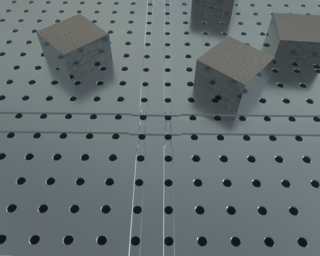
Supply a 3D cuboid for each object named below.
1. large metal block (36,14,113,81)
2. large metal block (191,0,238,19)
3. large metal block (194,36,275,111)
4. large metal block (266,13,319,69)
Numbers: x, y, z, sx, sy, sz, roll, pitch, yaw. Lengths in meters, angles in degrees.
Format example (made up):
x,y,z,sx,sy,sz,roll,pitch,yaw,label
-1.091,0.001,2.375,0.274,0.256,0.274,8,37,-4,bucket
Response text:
x,y,z,sx,sy,sz,roll,pitch,yaw,label
-0.137,-0.133,0.501,0.080,0.050,0.080,-35,59,-26,large metal block
0.114,-0.268,0.618,0.080,0.050,0.080,16,52,12,large metal block
0.109,-0.084,0.464,0.080,0.050,0.080,35,58,25,large metal block
0.229,-0.147,0.518,0.080,0.050,0.080,4,50,3,large metal block
